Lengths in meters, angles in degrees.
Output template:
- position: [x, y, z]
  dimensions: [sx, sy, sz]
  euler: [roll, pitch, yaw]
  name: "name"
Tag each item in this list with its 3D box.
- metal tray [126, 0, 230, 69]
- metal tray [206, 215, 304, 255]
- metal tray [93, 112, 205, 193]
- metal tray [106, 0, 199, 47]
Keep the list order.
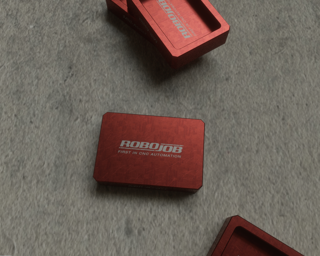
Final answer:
- position: [0.022, -0.155, 0.429]
  dimensions: [0.090, 0.030, 0.130]
  euler: [-30, 73, -11]
  name: "metal tray"
- position: [0.116, 0.170, 0.344]
  dimensions: [0.130, 0.030, 0.090]
  euler: [31, 73, 10]
  name: "metal tray"
- position: [-0.011, 0.031, 0.394]
  dimensions: [0.131, 0.030, 0.090]
  euler: [5, 70, 1]
  name: "metal tray"
- position: [-0.007, -0.184, 0.472]
  dimensions: [0.130, 0.030, 0.090]
  euler: [41, 75, 13]
  name: "metal tray"
